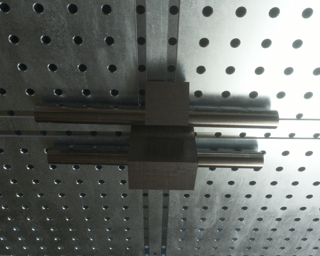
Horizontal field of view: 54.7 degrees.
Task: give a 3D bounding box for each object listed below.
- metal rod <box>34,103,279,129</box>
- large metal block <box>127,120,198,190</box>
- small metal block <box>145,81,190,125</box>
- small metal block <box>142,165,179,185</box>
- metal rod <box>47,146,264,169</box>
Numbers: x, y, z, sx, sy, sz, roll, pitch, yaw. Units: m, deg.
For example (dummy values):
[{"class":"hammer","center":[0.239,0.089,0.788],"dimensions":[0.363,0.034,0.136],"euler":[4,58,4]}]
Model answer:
[{"class":"metal rod","center":[-0.002,-0.015,0.393],"dimensions":[0.302,0.025,0.025],"euler":[2,130,-2]},{"class":"large metal block","center":[0.003,0.032,0.397],"dimensions":[0.081,0.080,0.050],"euler":[1,130,-2]},{"class":"small metal block","center":[0.008,-0.029,0.367],"dimensions":[0.050,0.025,0.050],"euler":[1,96,-1]},{"class":"small metal block","center":[0.000,0.069,0.450],"dimensions":[0.050,0.025,0.050],"euler":[2,168,-2]},{"class":"metal rod","center":[-0.005,0.043,0.444],"dimensions":[0.302,0.025,0.025],"euler":[2,130,-2]}]
